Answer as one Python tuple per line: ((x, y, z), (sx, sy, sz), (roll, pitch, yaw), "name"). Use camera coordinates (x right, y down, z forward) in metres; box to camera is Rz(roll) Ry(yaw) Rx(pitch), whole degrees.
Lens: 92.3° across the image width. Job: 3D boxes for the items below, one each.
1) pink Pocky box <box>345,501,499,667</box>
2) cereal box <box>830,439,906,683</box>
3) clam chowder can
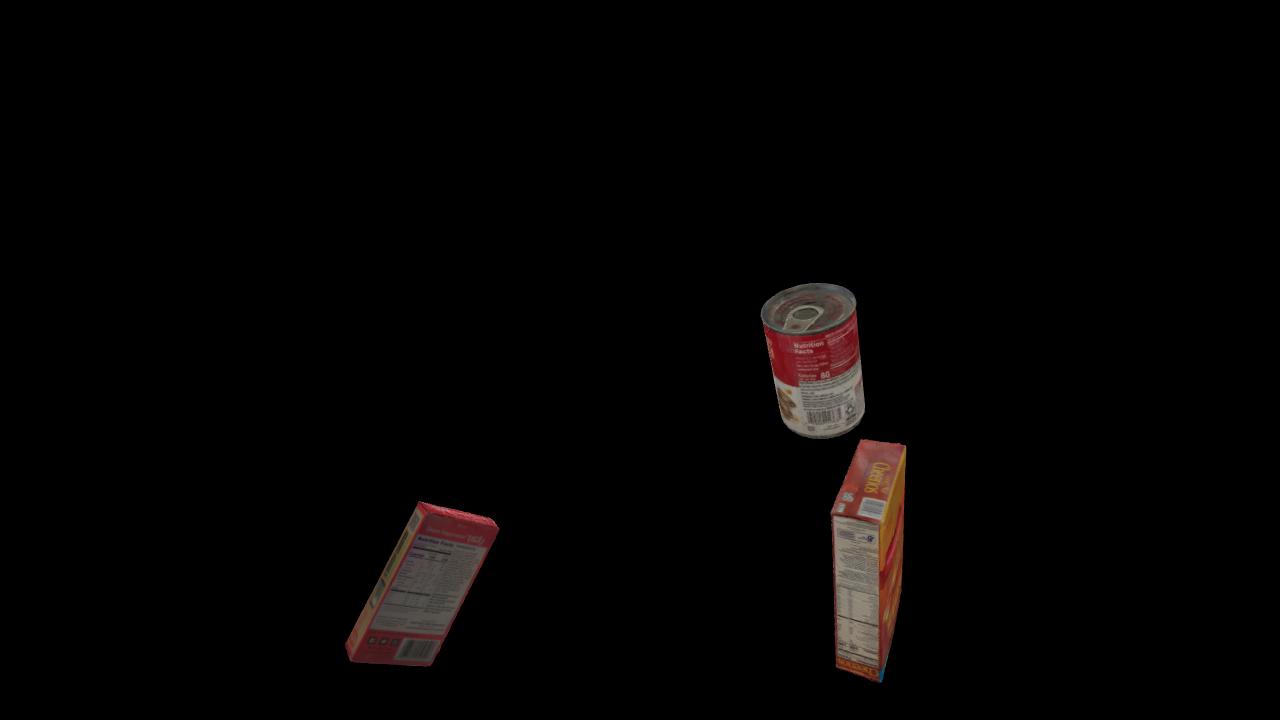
((-0.209, 0.219, 0.598), (0.084, 0.155, 0.029), (28, -2, -40), "pink Pocky box")
((0.359, 0.306, 0.954), (0.081, 0.306, 0.203), (5, 27, 30), "cereal box")
((0.134, 0.002, 0.470), (0.068, 0.102, 0.068), (-13, 32, 9), "clam chowder can")
